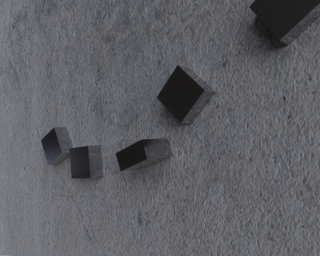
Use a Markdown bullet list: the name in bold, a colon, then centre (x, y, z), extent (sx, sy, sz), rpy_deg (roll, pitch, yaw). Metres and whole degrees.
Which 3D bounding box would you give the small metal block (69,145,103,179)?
- **small metal block**: centre (-0.120, 0.055, 0.505), extent (0.050, 0.025, 0.050), rpy_deg (-9, 84, 39)

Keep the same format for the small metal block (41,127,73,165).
- **small metal block**: centre (-0.185, 0.032, 0.558), extent (0.050, 0.025, 0.050), rpy_deg (-36, 68, 34)

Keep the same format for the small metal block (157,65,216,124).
- **small metal block**: centre (0.031, -0.041, 0.379), extent (0.050, 0.025, 0.050), rpy_deg (49, 119, 28)

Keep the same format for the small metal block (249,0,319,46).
- **small metal block**: centre (0.125, -0.118, 0.301), extent (0.050, 0.025, 0.050), rpy_deg (-45, 63, 30)

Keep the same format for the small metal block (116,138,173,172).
- **small metal block**: centre (-0.020, 0.035, 0.406), extent (0.050, 0.050, 0.025), rpy_deg (-28, 72, 36)
